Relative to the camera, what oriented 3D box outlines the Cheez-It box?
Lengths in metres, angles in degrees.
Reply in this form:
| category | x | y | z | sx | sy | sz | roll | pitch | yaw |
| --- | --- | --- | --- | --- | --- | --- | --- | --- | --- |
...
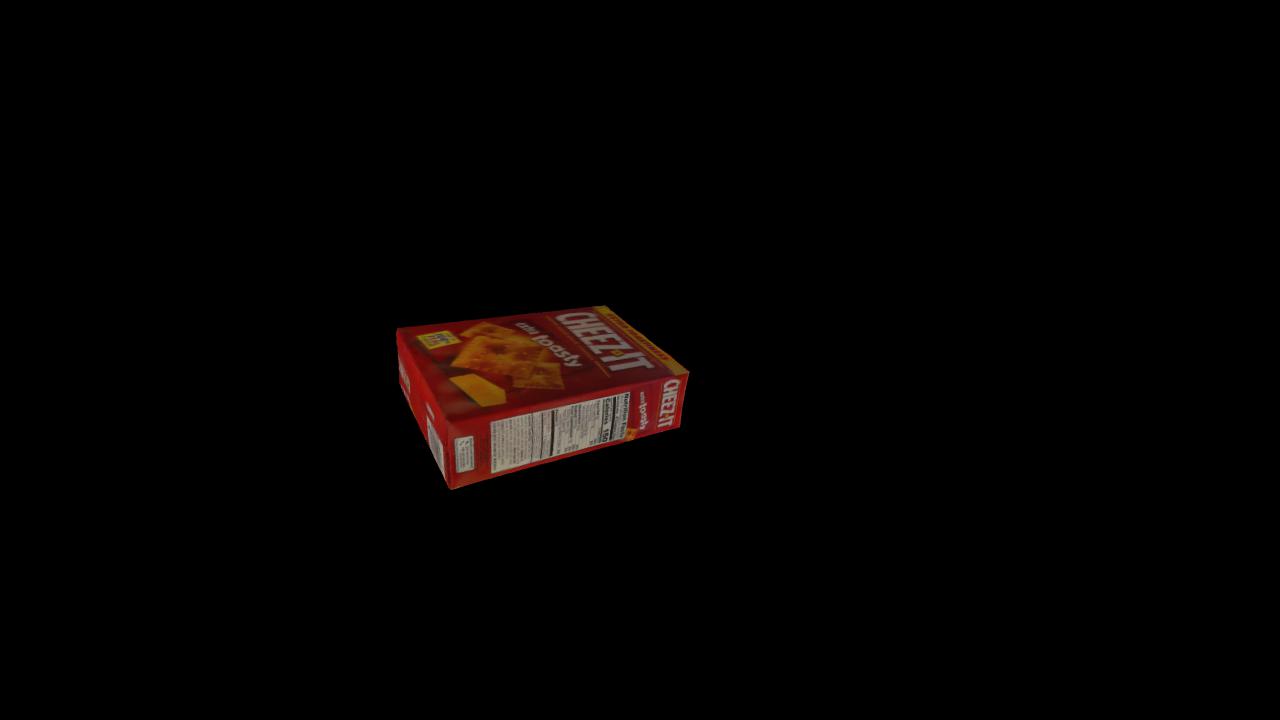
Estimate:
| category | x | y | z | sx | sy | sz | roll | pitch | yaw |
| --- | --- | --- | --- | --- | --- | --- | --- | --- | --- |
| Cheez-It box | -0.091 | 0.019 | 0.567 | 0.223 | 0.071 | 0.166 | -10 | 33 | -30 |
